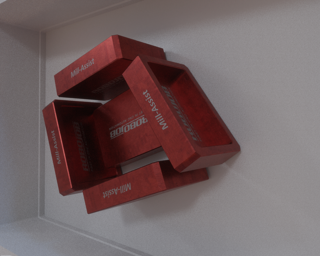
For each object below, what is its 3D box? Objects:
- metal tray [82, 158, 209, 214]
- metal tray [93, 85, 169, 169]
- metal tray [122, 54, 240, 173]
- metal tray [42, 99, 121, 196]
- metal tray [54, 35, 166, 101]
[{"bbox_3d":[-0.019,0.069,0.375,0.130,0.091,0.030,-26,74,37],"label":"metal tray"},{"bbox_3d":[-0.033,-0.005,0.425,0.130,0.030,0.090,-25,75,37],"label":"metal tray"},{"bbox_3d":[0.024,-0.019,0.341,0.030,0.091,0.130,-44,64,32],"label":"metal tray"},{"bbox_3d":[-0.111,0.026,0.451,0.030,0.091,0.129,-27,74,37],"label":"metal tray"},{"bbox_3d":[-0.067,-0.074,0.415,0.130,0.091,0.030,-20,78,38],"label":"metal tray"}]
